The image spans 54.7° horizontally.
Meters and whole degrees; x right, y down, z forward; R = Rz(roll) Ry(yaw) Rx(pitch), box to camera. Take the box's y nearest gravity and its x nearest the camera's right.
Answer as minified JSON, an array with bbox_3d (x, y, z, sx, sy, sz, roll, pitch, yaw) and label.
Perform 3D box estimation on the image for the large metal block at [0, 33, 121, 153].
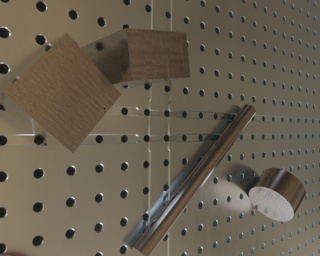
[{"bbox_3d":[-0.100,-0.032,0.309,0.080,0.050,0.080,50,61,-29],"label":"large metal block"}]

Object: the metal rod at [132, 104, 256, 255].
[{"bbox_3d":[0.065,0.063,0.463,0.301,0.025,0.025,-46,118,-30],"label":"metal rod"}]

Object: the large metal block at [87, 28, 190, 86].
[{"bbox_3d":[-0.025,-0.076,0.352,0.081,0.080,0.050,-11,97,-40],"label":"large metal block"}]

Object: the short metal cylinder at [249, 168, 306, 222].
[{"bbox_3d":[0.206,0.117,0.546,0.050,0.080,0.080,-42,116,-32],"label":"short metal cylinder"}]
